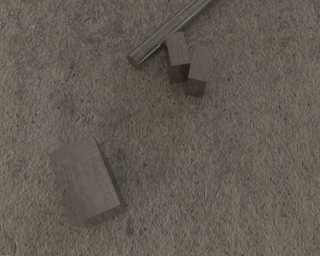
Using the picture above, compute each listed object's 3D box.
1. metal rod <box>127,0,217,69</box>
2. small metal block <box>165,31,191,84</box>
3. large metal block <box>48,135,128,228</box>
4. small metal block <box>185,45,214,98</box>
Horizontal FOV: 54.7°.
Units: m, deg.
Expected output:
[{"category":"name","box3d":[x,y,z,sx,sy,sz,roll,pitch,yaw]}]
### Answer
[{"category":"metal rod","box3d":[0.066,-0.195,0.479,0.025,0.025,0.301,42,75,13]},{"category":"small metal block","box3d":[0.023,-0.096,0.430,0.025,0.050,0.050,-9,70,-3]},{"category":"large metal block","box3d":[-0.079,0.065,0.355,0.050,0.080,0.080,-23,72,-8]},{"category":"small metal block","box3d":[0.053,-0.076,0.423,0.025,0.050,0.050,13,71,4]}]
